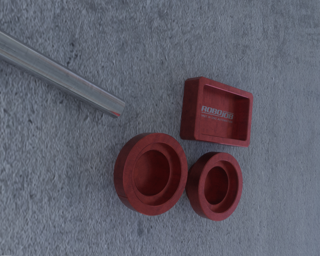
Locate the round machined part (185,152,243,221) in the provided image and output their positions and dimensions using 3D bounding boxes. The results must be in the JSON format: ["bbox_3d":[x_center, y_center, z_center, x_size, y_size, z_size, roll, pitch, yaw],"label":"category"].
[{"bbox_3d":[0.075,0.083,0.457,0.099,0.042,0.097,0,90,-40],"label":"round machined part"}]

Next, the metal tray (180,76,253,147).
[{"bbox_3d":[0.091,-0.020,0.477,0.131,0.030,0.090,9,84,-40],"label":"metal tray"}]

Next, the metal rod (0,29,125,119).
[{"bbox_3d":[-0.155,-0.081,0.274,0.301,0.025,0.025,29,72,-36],"label":"metal rod"}]

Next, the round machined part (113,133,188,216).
[{"bbox_3d":[-0.015,0.054,0.381,0.099,0.042,0.097,0,90,-40],"label":"round machined part"}]
